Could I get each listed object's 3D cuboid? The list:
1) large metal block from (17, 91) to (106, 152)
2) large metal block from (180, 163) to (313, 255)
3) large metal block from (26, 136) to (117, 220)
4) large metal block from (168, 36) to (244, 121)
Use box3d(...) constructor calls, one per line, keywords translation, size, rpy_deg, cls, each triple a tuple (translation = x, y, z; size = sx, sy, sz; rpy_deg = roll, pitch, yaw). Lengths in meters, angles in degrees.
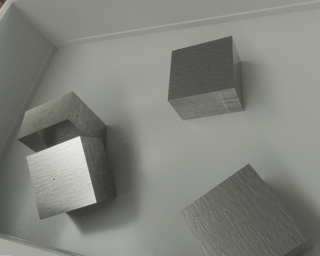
box3d(translation=(-0.133, 0.005, 0.434), size=(0.080, 0.080, 0.050), rpy_deg=(-20, 47, 17), cls="large metal block")
box3d(translation=(0.079, 0.095, 0.290), size=(0.080, 0.050, 0.080), rpy_deg=(-36, 51, 4), cls="large metal block")
box3d(translation=(-0.111, 0.062, 0.392), size=(0.080, 0.050, 0.080), rpy_deg=(-20, 79, 16), cls="large metal block")
box3d(translation=(0.060, -0.062, 0.396), size=(0.080, 0.050, 0.080), rpy_deg=(-9, 58, 23), cls="large metal block")
